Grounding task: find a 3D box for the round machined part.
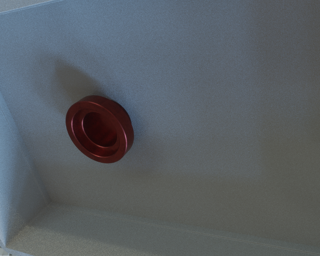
[{"bbox_3d":[-0.080,-0.002,0.437,0.098,0.042,0.097,13,124,20],"label":"round machined part"}]
